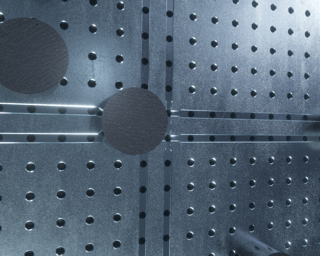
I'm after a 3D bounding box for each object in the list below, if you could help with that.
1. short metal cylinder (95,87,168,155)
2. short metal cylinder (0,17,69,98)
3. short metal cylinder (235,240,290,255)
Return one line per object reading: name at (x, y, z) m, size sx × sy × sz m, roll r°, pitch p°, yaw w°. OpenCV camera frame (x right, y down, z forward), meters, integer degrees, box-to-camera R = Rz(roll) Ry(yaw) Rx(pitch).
short metal cylinder at (-0.037, -0.008, 0.386) m, size 0.081 × 0.050 × 0.079 m, roll 0°, pitch 90°, yaw -20°
short metal cylinder at (-0.145, -0.075, 0.345) m, size 0.081 × 0.050 × 0.079 m, roll 0°, pitch 90°, yaw -20°
short metal cylinder at (0.154, 0.214, 0.457) m, size 0.081 × 0.050 × 0.079 m, roll 0°, pitch 90°, yaw -20°
